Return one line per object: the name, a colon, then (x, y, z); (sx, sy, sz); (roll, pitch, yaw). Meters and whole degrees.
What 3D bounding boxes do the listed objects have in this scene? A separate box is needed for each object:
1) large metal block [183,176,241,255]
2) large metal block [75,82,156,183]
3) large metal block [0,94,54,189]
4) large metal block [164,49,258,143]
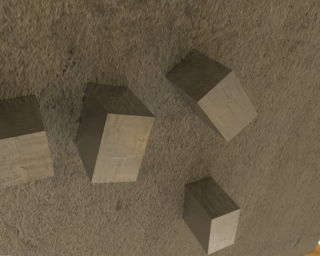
large metal block: (0.080, 0.139, 0.501); (0.050, 0.080, 0.079); (-14, 124, -21)
large metal block: (-0.054, 0.004, 0.344); (0.050, 0.080, 0.079); (3, 117, -30)
large metal block: (-0.153, 0.013, 0.296); (0.081, 0.080, 0.050); (-12, 124, -22)
large metal block: (0.062, -0.040, 0.380); (0.050, 0.080, 0.080); (-43, 129, 1)
